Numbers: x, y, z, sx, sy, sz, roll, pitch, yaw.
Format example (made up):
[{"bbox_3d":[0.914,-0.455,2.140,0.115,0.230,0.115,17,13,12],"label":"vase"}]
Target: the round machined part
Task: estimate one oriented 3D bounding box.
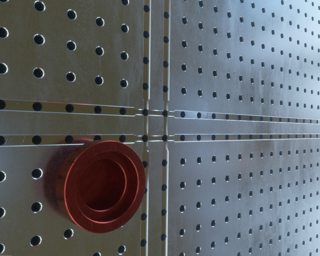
[{"bbox_3d":[-0.067,0.062,0.343,0.099,0.042,0.097,0,90,-40],"label":"round machined part"}]
